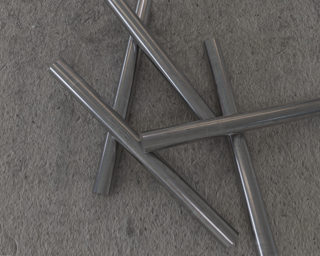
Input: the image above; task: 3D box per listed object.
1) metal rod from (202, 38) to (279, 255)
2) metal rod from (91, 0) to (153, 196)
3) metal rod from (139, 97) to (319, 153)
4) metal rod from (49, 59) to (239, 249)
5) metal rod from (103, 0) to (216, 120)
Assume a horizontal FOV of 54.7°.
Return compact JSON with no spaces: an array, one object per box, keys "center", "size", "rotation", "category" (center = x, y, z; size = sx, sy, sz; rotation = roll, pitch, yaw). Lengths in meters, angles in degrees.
[{"center":[0.099,0.015,0.403],"size":[0.025,0.025,0.299],"rotation":[-9,70,-3],"category":"metal rod"},{"center":[-0.047,-0.057,0.428],"size":[0.025,0.025,0.299],"rotation":[9,70,3],"category":"metal rod"},{"center":[0.124,-0.011,0.389],"size":[0.302,0.025,0.025],"rotation":[-11,70,-14],"category":"metal rod"},{"center":[-0.023,0.027,0.376],"size":[0.300,0.025,0.025],"rotation":[44,76,6],"category":"metal rod"},{"center":[-0.015,-0.115,0.426],"size":[0.025,0.025,0.299],"rotation":[-35,83,-12],"category":"metal rod"}]
